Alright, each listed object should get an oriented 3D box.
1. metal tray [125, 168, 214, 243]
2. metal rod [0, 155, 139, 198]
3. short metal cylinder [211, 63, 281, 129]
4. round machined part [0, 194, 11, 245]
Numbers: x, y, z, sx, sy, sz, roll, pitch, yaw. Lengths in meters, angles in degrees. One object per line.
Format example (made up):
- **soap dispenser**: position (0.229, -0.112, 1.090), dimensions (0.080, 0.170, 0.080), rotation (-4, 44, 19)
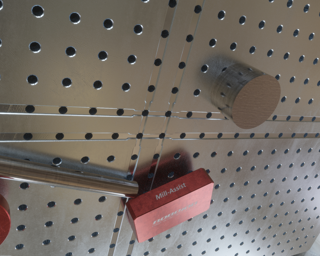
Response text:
- **metal tray**: position (0.017, 0.121, 0.480), dimensions (0.131, 0.030, 0.089), rotation (-21, 141, -16)
- **metal rod**: position (-0.154, 0.050, 0.358), dimensions (0.302, 0.025, 0.025), rotation (19, 108, -36)
- **short metal cylinder**: position (0.120, -0.045, 0.435), dimensions (0.081, 0.050, 0.079), rotation (-14, 124, -21)
- **round machined part**: position (-0.221, 0.100, 0.342), dimensions (0.099, 0.042, 0.097), rotation (-14, 125, -21)
